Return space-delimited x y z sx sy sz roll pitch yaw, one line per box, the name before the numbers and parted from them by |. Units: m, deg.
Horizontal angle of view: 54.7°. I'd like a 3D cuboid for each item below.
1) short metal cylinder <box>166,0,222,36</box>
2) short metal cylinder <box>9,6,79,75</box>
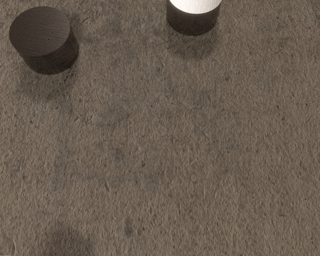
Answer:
short metal cylinder | 0.050 -0.187 0.464 0.081 0.050 0.080 0 70 0
short metal cylinder | -0.161 -0.123 0.438 0.081 0.050 0.080 0 70 0
